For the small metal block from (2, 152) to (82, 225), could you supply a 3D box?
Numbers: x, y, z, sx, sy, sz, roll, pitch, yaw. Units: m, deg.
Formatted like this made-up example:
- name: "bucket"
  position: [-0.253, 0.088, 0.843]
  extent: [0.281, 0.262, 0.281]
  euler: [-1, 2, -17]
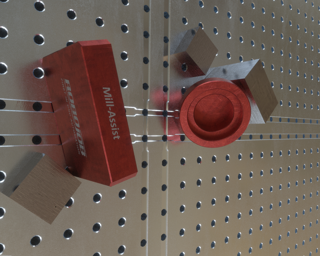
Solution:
- name: "small metal block"
  position: [-0.117, 0.060, 0.312]
  extent: [0.050, 0.025, 0.050]
  euler: [49, 61, -29]

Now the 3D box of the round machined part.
- name: "round machined part"
  position: [0.075, -0.024, 0.442]
  extent: [0.099, 0.042, 0.097]
  euler: [-1, 112, -2]

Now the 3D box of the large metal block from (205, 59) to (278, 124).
- name: "large metal block"
  position: [0.122, -0.053, 0.478]
  extent: [0.050, 0.080, 0.080]
  euler: [-49, 119, -30]

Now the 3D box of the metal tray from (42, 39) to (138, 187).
- name: "metal tray"
  position: [-0.072, -0.013, 0.307]
  extent: [0.030, 0.090, 0.129]
  euler: [-18, 102, -39]

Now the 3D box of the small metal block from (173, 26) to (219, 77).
- name: "small metal block"
  position: [0.054, -0.112, 0.457]
  extent: [0.050, 0.025, 0.050]
  euler: [43, 64, -32]
